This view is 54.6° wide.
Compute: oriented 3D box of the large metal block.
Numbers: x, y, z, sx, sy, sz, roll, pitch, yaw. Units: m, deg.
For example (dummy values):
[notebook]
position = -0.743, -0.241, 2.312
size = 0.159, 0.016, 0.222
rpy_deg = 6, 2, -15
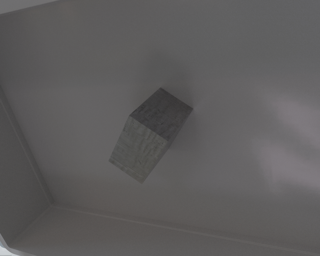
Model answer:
[large metal block]
position = -0.011, 0.008, 0.384
size = 0.050, 0.080, 0.080
rpy_deg = 34, 129, 6
